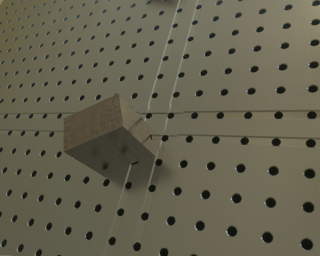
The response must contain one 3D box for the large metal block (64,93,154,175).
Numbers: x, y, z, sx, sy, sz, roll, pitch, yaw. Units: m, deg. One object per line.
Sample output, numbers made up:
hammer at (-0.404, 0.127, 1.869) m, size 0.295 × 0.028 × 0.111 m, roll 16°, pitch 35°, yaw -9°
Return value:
large metal block at (-0.065, 0.012, 0.398) m, size 0.080 × 0.080 × 0.050 m, roll -23°, pitch 54°, yaw 14°
